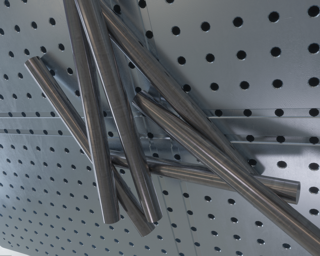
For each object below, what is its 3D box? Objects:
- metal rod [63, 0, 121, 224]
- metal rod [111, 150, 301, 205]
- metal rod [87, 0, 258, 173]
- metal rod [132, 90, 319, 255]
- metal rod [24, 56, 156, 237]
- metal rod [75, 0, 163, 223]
[{"bbox_3d":[-0.086,-0.016,0.402,0.025,0.025,0.298,0,105,28],"label":"metal rod"},{"bbox_3d":[0.022,0.056,0.412,0.300,0.025,0.025,6,121,33],"label":"metal rod"},{"bbox_3d":[0.019,-0.039,0.377,0.300,0.025,0.025,47,129,-6],"label":"metal rod"},{"bbox_3d":[0.079,0.050,0.343,0.300,0.025,0.025,40,131,23],"label":"metal rod"},{"bbox_3d":[-0.101,0.027,0.450,0.025,0.025,0.299,-35,90,38],"label":"metal rod"},{"bbox_3d":[-0.045,-0.009,0.386,0.025,0.025,0.298,-3,114,29],"label":"metal rod"}]
